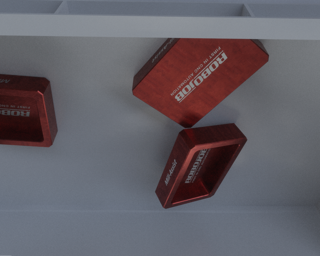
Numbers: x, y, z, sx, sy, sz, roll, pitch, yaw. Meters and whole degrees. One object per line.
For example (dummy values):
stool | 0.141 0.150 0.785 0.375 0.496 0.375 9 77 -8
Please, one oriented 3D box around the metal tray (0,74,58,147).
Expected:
metal tray | -0.202 -0.022 0.385 0.131 0.030 0.089 4 130 -4

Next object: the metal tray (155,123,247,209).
metal tray | 0.053 0.054 0.428 0.091 0.030 0.129 -7 135 -28

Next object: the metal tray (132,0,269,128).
metal tray | 0.042 -0.066 0.350 0.090 0.030 0.129 32 123 -24
